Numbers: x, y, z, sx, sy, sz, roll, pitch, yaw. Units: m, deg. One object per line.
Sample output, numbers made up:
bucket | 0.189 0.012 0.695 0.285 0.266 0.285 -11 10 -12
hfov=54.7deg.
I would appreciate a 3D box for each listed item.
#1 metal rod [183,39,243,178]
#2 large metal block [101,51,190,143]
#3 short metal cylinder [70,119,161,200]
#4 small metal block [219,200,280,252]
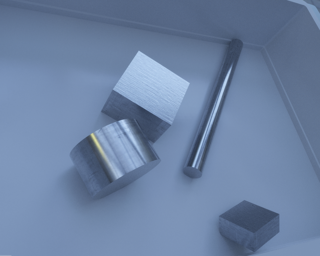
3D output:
metal rod | 0.092 -0.050 0.487 0.025 0.025 0.301 32 51 -8
large metal block | -0.018 -0.041 0.406 0.080 0.050 0.080 31 51 -9
short metal cylinder | -0.046 0.033 0.326 0.081 0.080 0.050 -22 74 -36
small metal block | 0.108 0.117 0.376 0.050 0.050 0.025 -18 110 -35
